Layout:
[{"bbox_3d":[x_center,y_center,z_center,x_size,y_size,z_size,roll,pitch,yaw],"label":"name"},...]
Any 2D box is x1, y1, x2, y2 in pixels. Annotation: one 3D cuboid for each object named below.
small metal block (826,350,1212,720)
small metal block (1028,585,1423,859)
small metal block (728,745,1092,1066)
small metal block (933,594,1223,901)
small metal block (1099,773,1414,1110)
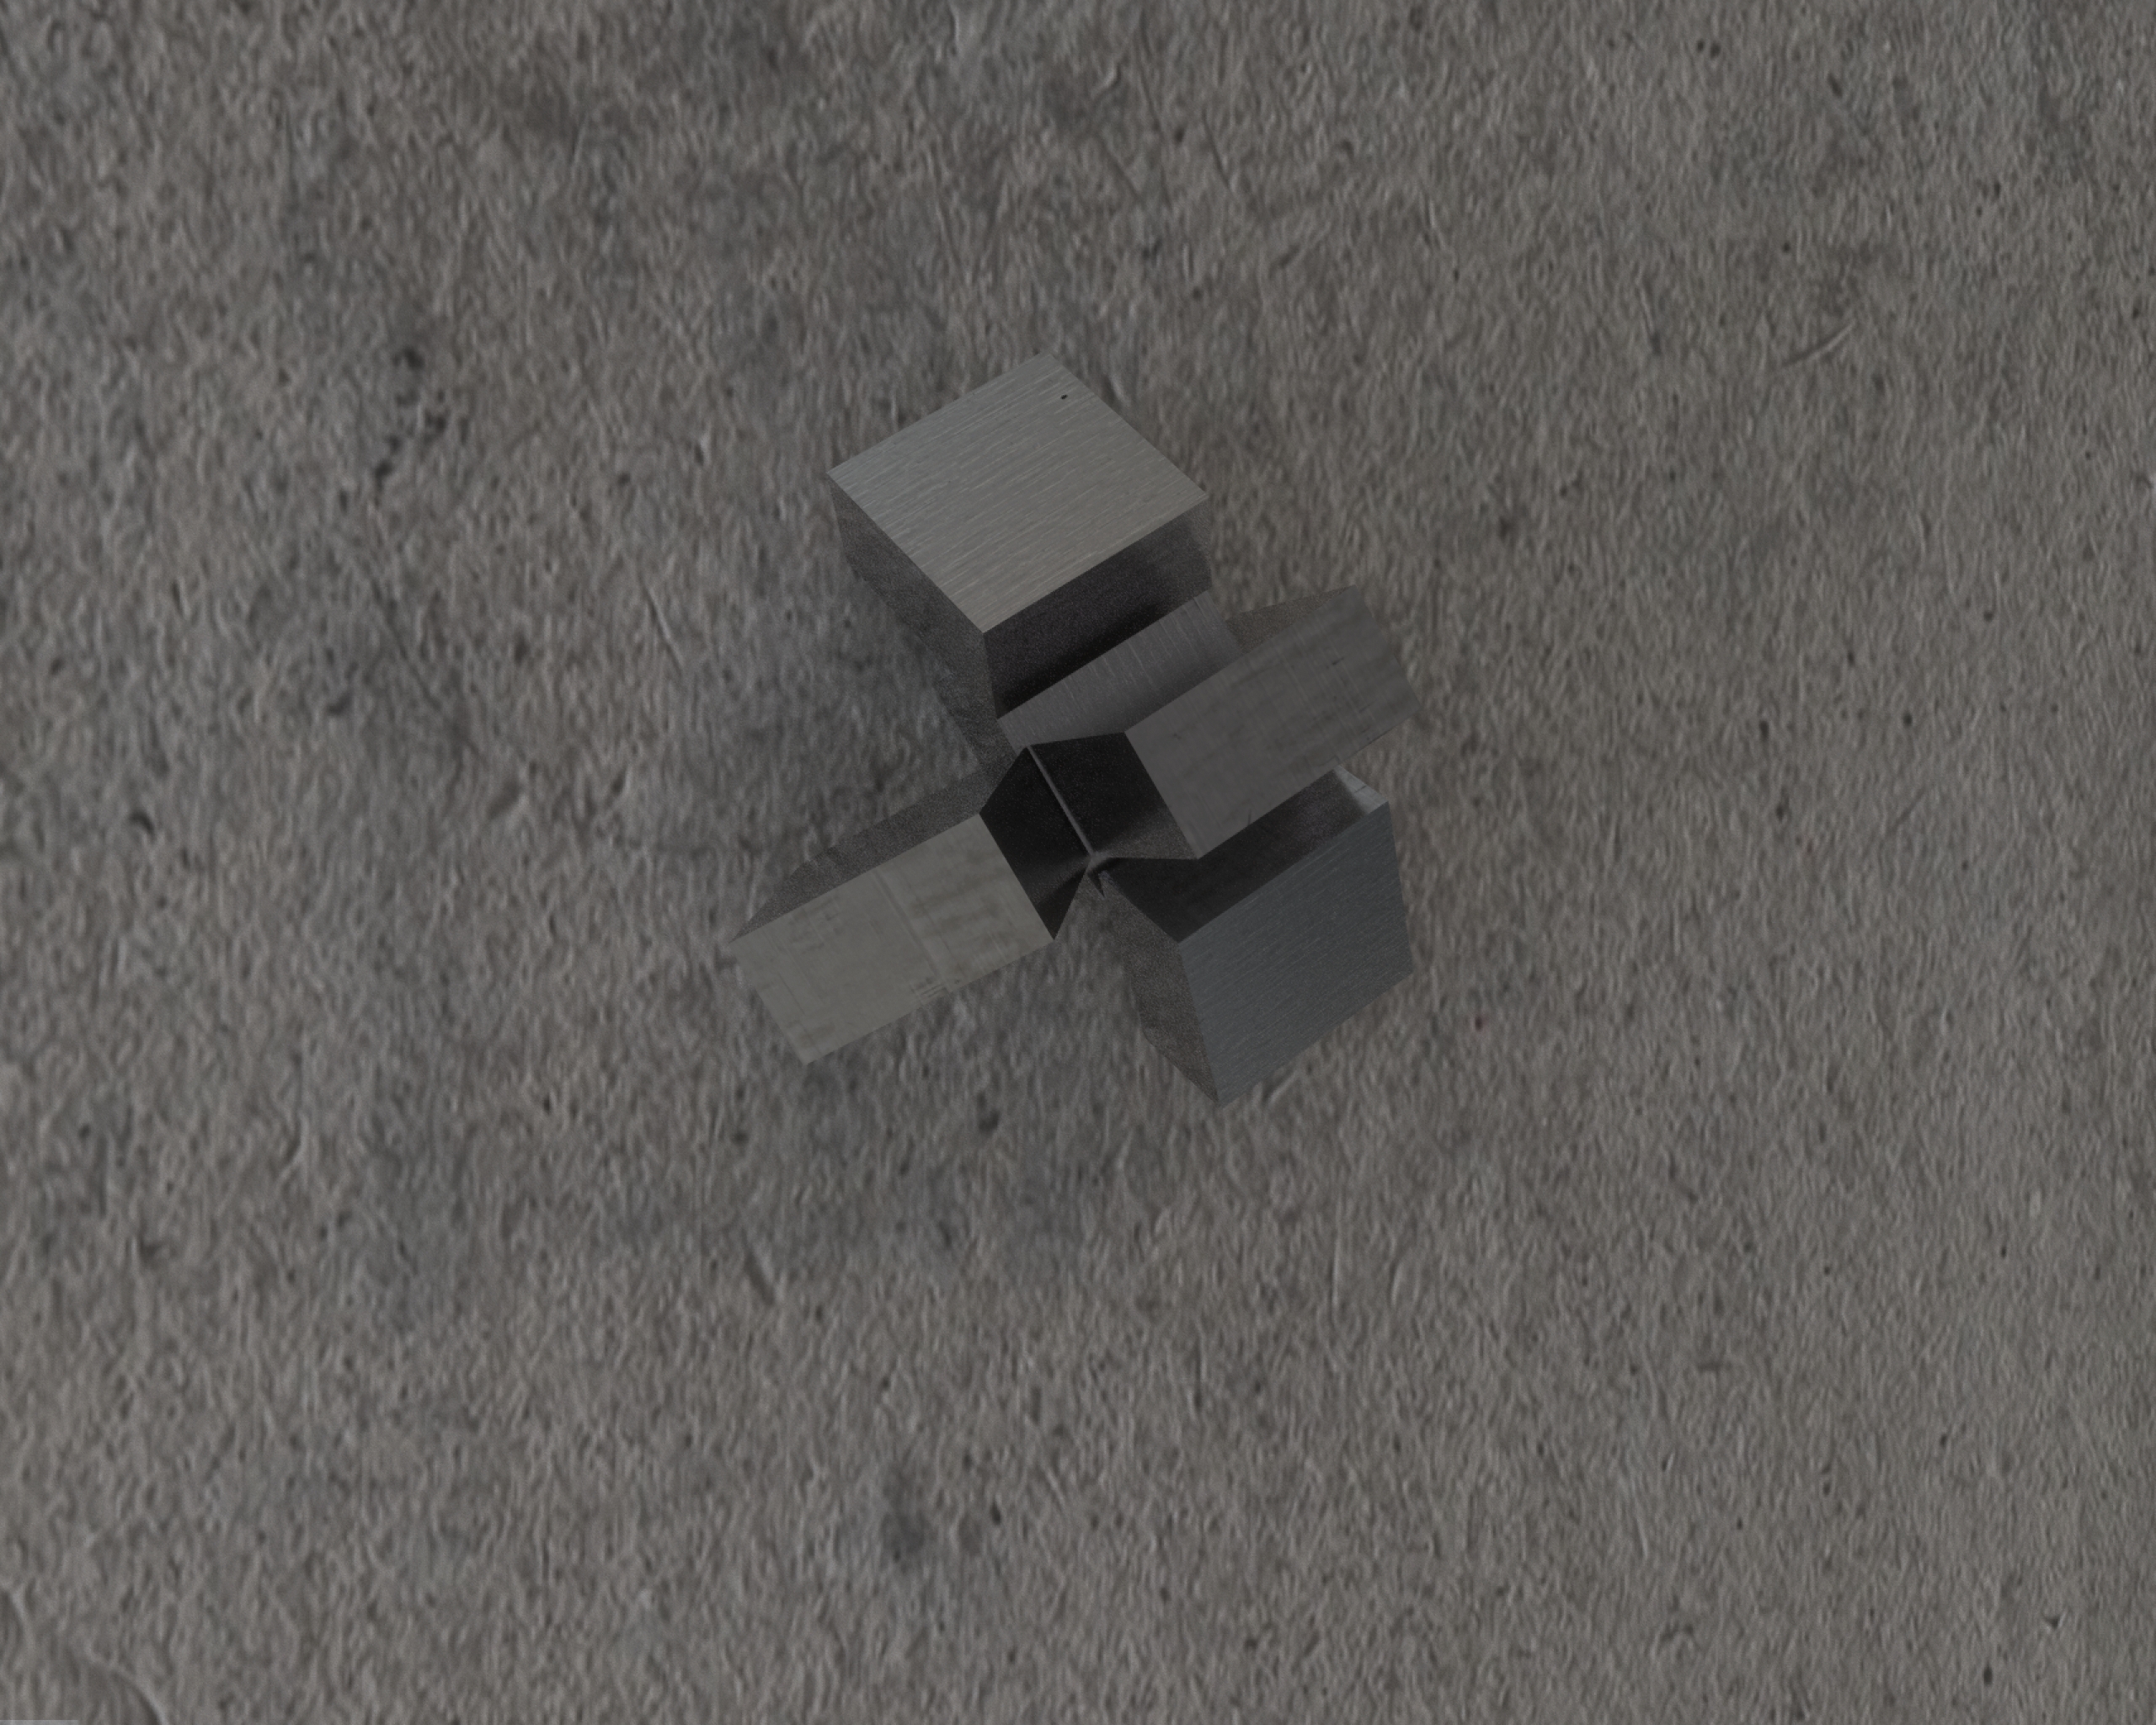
[{"bbox_3d":[-0.010,-0.062,0.391,0.050,0.025,0.050,-33,61,-17],"label":"small metal block"},{"bbox_3d":[0.026,-0.024,0.378,0.050,0.050,0.025,-33,101,-17],"label":"small metal block"},{"bbox_3d":[-0.029,0.007,0.375,0.050,0.050,0.025,-27,101,14],"label":"small metal block"},{"bbox_3d":[0.008,-0.027,0.412,0.050,0.025,0.050,-33,101,-17],"label":"small metal block"},{"bbox_3d":[0.036,0.012,0.409,0.050,0.025,0.050,-33,137,-17],"label":"small metal block"}]
